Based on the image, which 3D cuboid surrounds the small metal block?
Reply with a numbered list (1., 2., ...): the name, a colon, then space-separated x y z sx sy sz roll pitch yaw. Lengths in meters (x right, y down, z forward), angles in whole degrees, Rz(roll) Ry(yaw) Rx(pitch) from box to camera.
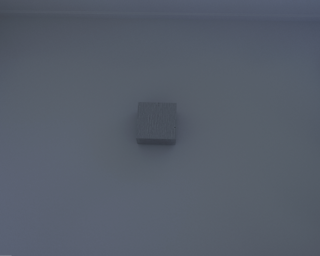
1. small metal block: -0.004 -0.006 0.408 0.050 0.025 0.050 2 70 1
